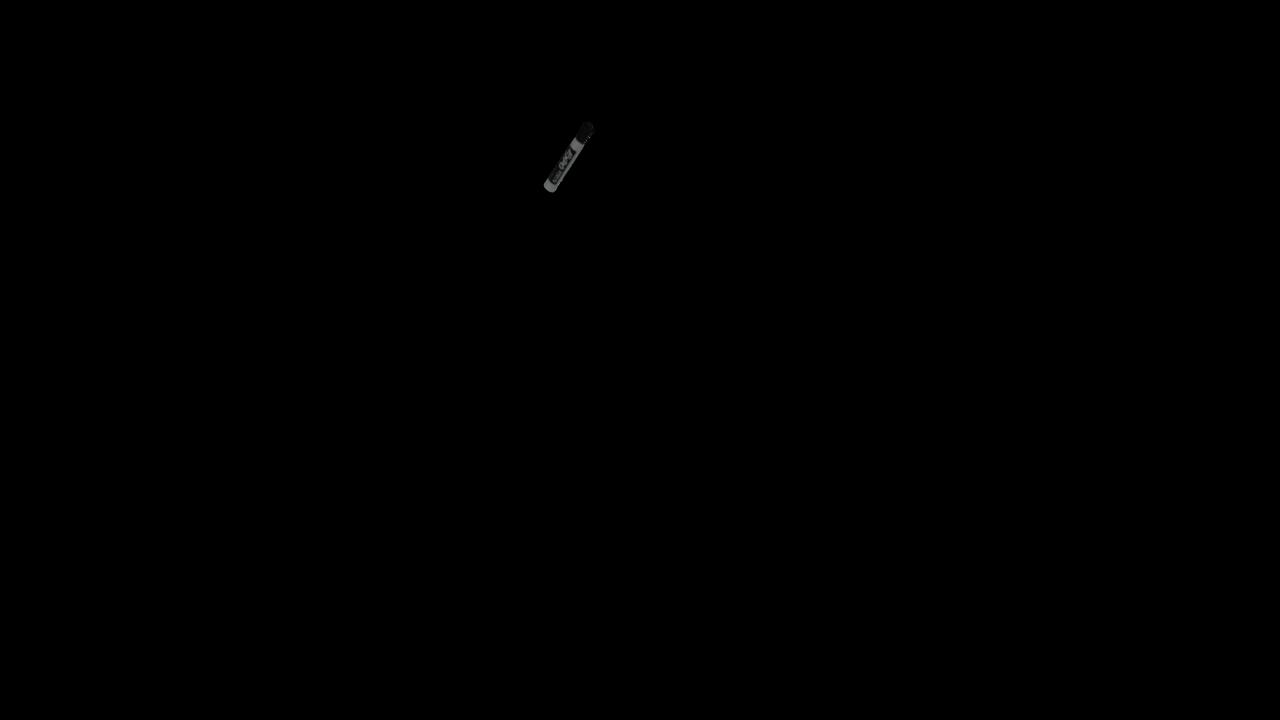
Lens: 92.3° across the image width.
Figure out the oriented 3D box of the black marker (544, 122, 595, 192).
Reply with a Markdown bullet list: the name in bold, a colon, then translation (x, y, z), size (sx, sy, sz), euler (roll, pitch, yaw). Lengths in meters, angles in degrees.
- **black marker**: translation (-0.099, -0.283, 0.858), size (0.020, 0.020, 0.121), euler (0, -32, -41)
